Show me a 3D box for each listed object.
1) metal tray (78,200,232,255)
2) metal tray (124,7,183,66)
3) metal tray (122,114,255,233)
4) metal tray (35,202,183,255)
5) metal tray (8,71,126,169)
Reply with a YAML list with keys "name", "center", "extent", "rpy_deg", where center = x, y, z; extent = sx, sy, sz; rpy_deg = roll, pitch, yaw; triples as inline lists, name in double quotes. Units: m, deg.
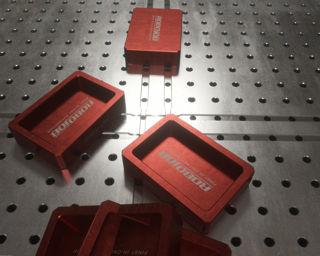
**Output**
- name: "metal tray"
  center: [-0.008, 0.130, 0.276]
  extent: [0.131, 0.030, 0.090]
  rpy_deg: [21, 52, -1]
- name: "metal tray"
  center: [-0.008, -0.162, 0.540]
  extent: [0.091, 0.030, 0.130]
  rpy_deg: [3, 50, 2]
- name: "metal tray"
  center: [0.031, 0.047, 0.365]
  extent: [0.130, 0.030, 0.090]
  rpy_deg: [35, 58, 25]
- name: "metal tray"
  center: [-0.049, 0.116, 0.277]
  extent: [0.130, 0.030, 0.090]
  rpy_deg: [-7, 47, 20]
- name: "metal tray"
  center: [-0.119, -0.017, 0.416]
  extent: [0.090, 0.030, 0.131]
  rpy_deg: [27, 55, 20]
